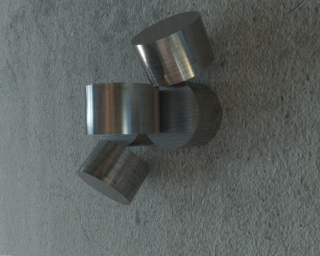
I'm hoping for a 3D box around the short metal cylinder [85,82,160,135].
[{"bbox_3d":[-0.040,-0.018,0.337,0.080,0.081,0.050,-2,89,39],"label":"short metal cylinder"}]

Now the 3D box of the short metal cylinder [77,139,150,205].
[{"bbox_3d":[-0.061,0.059,0.410,0.080,0.080,0.050,10,57,39],"label":"short metal cylinder"}]

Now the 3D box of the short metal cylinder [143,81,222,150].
[{"bbox_3d":[0.026,-0.016,0.367,0.080,0.050,0.079,0,90,39],"label":"short metal cylinder"}]

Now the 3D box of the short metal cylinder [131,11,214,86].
[{"bbox_3d":[0.015,-0.090,0.348,0.080,0.080,0.050,1,129,39],"label":"short metal cylinder"}]

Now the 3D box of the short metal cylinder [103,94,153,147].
[{"bbox_3d":[-0.037,-0.015,0.417,0.080,0.050,0.079,0,90,39],"label":"short metal cylinder"}]
